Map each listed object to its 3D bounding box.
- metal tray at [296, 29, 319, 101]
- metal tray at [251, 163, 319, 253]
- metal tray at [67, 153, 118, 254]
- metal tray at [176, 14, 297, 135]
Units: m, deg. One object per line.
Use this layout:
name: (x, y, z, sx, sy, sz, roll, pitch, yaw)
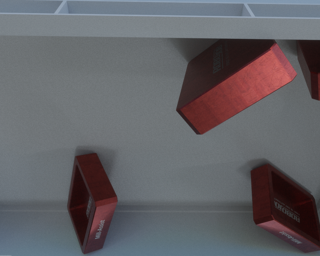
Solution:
metal tray: (0.206, -0.073, 0.292, 0.130, 0.090, 0.030, -9, 127, 19)
metal tray: (0.192, 0.122, 0.468, 0.130, 0.090, 0.030, 33, 135, -25)
metal tray: (-0.104, 0.112, 0.456, 0.030, 0.090, 0.129, -8, 136, -31)
metal tray: (0.066, -0.056, 0.290, 0.090, 0.130, 0.030, -33, 109, 25)
